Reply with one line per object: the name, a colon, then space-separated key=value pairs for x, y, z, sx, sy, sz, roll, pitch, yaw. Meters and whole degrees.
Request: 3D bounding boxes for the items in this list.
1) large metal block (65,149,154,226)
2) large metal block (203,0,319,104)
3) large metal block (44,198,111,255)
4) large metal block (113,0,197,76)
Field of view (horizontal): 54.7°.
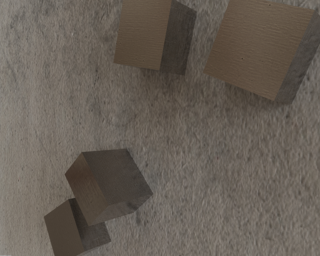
large metal block: x=-0.069 y=0.077 z=0.424 sx=0.050 sy=0.081 sz=0.080 roll=-48 pitch=62 yaw=29
large metal block: x=0.101 y=-0.077 z=0.304 sx=0.080 sy=0.050 sz=0.079 roll=30 pitch=109 yaw=35
large metal block: x=-0.134 y=0.162 z=0.496 sx=0.080 sy=0.050 sz=0.080 roll=-36 pitch=68 yaw=33
large metal block: x=-0.008 y=-0.114 z=0.393 sx=0.080 sy=0.050 sz=0.079 roll=17 pitch=101 yaw=38
